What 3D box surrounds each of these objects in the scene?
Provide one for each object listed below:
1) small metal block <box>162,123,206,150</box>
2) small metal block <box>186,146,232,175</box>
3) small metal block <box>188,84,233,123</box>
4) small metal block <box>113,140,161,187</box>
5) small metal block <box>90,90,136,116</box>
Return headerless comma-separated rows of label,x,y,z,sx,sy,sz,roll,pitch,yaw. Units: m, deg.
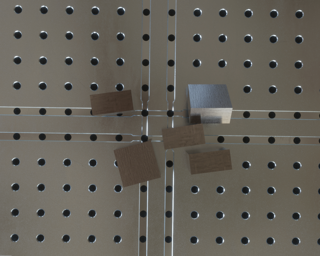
small metal block,0.029,0.010,0.401,0.050,0.050,0.025,-8,90,0
small metal block,0.061,0.041,0.401,0.050,0.050,0.025,-7,90,0
small metal block,0.062,-0.032,0.399,0.050,0.050,0.025,0,132,0
small metal block,-0.029,0.046,0.413,0.050,0.025,0.050,-15,90,0
small metal block,-0.058,-0.031,0.401,0.050,0.050,0.025,-7,90,0
